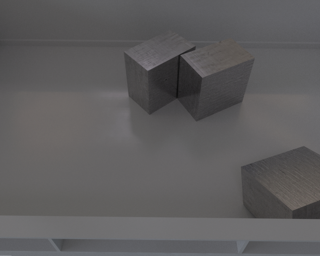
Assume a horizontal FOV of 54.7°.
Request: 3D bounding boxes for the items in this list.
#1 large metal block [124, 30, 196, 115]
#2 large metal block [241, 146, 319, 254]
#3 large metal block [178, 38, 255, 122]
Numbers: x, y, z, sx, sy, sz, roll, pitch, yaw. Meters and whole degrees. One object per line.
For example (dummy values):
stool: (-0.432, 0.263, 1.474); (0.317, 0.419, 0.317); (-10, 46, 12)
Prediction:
large metal block: (0.000, -0.078, 0.435); (0.080, 0.080, 0.050); (-32, 57, -24)
large metal block: (0.140, 0.067, 0.313); (0.081, 0.050, 0.080); (-16, 25, -13)
large metal block: (0.073, -0.066, 0.425); (0.081, 0.080, 0.050); (-23, 54, -18)
